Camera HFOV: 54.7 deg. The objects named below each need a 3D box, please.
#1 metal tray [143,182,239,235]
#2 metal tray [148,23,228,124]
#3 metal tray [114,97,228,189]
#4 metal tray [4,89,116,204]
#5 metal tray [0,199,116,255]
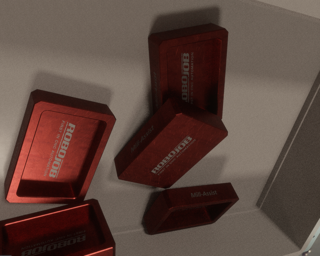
[{"bbox_3d":[0.050,0.129,0.495,0.131,0.030,0.089,0,138,-29],"label":"metal tray"},{"bbox_3d":[0.036,-0.057,0.391,0.091,0.030,0.129,-16,125,-20],"label":"metal tray"},{"bbox_3d":[0.012,0.026,0.405,0.091,0.030,0.129,20,126,-36],"label":"metal tray"},{"bbox_3d":[-0.116,0.028,0.359,0.091,0.030,0.129,12,112,-34],"label":"metal tray"},{"bbox_3d":[-0.131,0.142,0.383,0.131,0.090,0.030,-9,123,-24],"label":"metal tray"}]
